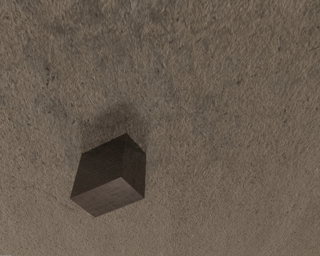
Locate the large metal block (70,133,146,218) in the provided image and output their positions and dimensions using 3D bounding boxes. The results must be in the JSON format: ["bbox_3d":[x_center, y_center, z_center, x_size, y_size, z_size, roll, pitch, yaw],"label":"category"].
[{"bbox_3d":[-0.067,0.064,0.425,0.080,0.080,0.050,-25,126,19],"label":"large metal block"}]
